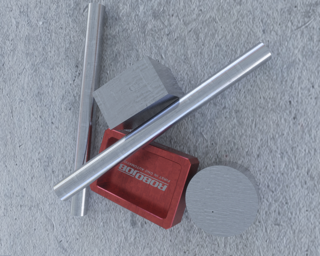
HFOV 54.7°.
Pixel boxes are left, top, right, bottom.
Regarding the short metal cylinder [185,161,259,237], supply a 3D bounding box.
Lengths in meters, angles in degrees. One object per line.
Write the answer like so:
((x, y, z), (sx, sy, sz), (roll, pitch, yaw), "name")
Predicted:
((0.076, 0.081, 0.369), (0.080, 0.050, 0.079), (0, 90, 19), "short metal cylinder")

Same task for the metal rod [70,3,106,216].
((-0.104, -0.024, 0.444), (0.025, 0.025, 0.298), (6, 92, 19), "metal rod")

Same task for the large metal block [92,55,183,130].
((-0.022, -0.039, 0.387), (0.080, 0.080, 0.050), (-31, 80, 17), "large metal block")

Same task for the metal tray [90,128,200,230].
((-0.024, 0.061, 0.403), (0.130, 0.030, 0.089), (20, 96, 27), "metal tray")

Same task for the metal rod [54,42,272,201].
((0.001, -0.006, 0.374), (0.301, 0.025, 0.025), (-35, 79, 3), "metal rod")
